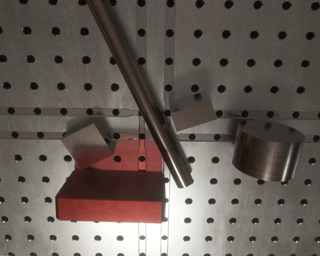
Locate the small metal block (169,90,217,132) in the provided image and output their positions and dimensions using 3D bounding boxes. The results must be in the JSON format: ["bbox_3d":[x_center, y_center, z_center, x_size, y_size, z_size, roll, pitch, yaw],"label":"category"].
[{"bbox_3d":[0.040,-0.022,0.392,0.050,0.050,0.025,-18,109,6],"label":"small metal block"}]

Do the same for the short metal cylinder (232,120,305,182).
[{"bbox_3d":[0.136,0.026,0.396,0.081,0.080,0.050,5,110,-2],"label":"short metal cylinder"}]

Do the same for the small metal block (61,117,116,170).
[{"bbox_3d":[-0.096,0.021,0.420,0.050,0.025,0.050,-26,108,9],"label":"small metal block"}]

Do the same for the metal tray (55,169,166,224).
[{"bbox_3d":[-0.059,0.087,0.408,0.131,0.090,0.030,2,104,-2],"label":"metal tray"}]

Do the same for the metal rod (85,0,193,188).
[{"bbox_3d":[-0.025,-0.049,0.394,0.025,0.025,0.299,-23,109,8],"label":"metal rod"}]
